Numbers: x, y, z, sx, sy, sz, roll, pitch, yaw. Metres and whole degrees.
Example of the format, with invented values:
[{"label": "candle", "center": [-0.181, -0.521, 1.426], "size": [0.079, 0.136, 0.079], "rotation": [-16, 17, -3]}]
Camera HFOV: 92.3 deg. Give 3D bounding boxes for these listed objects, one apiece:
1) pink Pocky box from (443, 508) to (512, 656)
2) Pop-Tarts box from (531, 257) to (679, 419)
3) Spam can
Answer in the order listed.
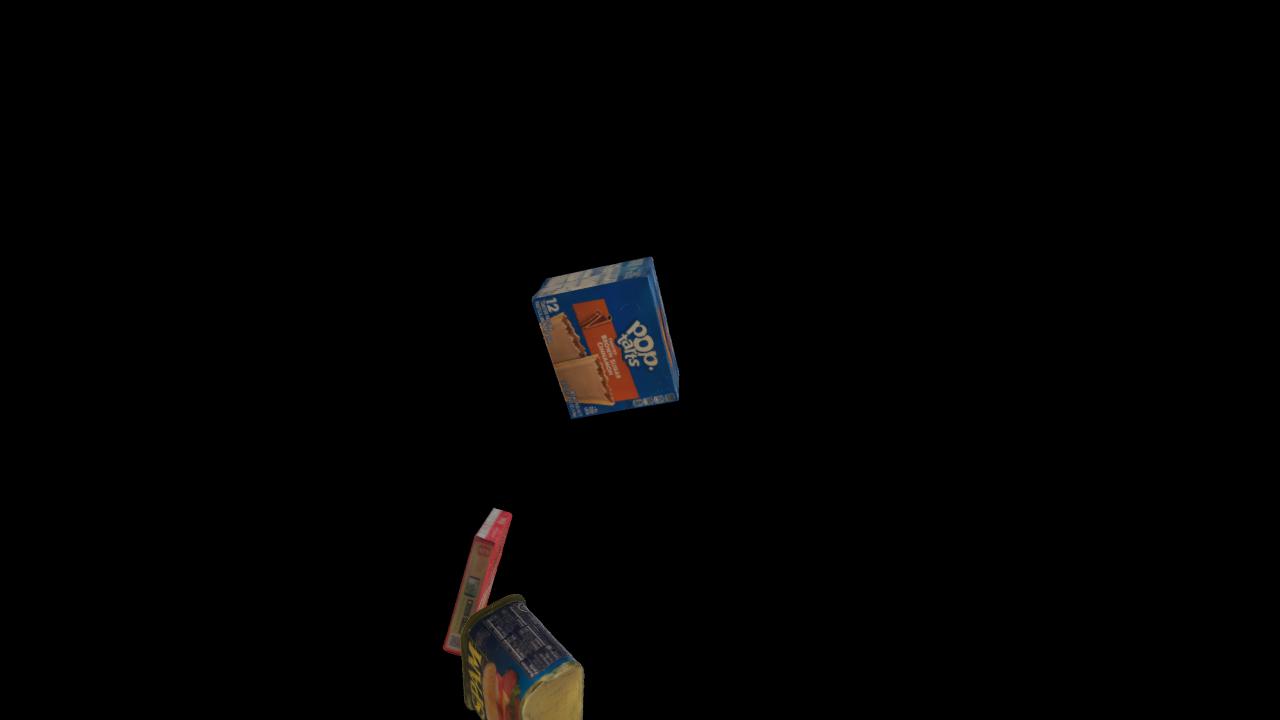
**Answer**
[{"label": "pink Pocky box", "center": [-0.197, 0.269, 0.753], "size": [0.029, 0.155, 0.084], "rotation": [17, 9, 0]}, {"label": "Pop-Tarts box", "center": [-0.036, -0.025, 0.758], "size": [0.141, 0.167, 0.083], "rotation": [-10, 26, 9]}, {"label": "Spam can", "center": [-0.088, 0.245, 0.463], "size": [0.058, 0.101, 0.085], "rotation": [-17, 30, -40]}]
